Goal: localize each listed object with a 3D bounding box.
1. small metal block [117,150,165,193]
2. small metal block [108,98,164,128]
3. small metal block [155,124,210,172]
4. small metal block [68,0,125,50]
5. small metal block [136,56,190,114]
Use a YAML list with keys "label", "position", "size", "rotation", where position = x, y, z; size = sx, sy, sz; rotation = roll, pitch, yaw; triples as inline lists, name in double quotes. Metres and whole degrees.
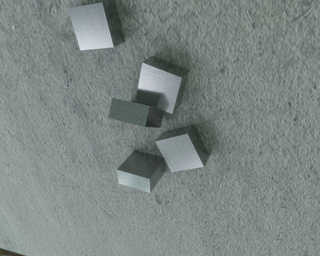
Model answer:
- label: "small metal block"
  position: [-0.026, 0.061, 0.442]
  size: [0.050, 0.050, 0.025]
  rotation: [12, 124, 21]
- label: "small metal block"
  position: [-0.028, -0.018, 0.391]
  size: [0.050, 0.050, 0.025]
  rotation: [14, 94, 20]
- label: "small metal block"
  position: [0.030, 0.027, 0.408]
  size: [0.050, 0.025, 0.050]
  rotation: [-15, 111, 34]
- label: "small metal block"
  position: [-0.076, -0.123, 0.371]
  size: [0.050, 0.025, 0.050]
  rotation: [3, 120, 27]
- label: "small metal block"
  position: [0.003, -0.052, 0.373]
  size: [0.050, 0.025, 0.050]
  rotation: [24, 127, 13]
